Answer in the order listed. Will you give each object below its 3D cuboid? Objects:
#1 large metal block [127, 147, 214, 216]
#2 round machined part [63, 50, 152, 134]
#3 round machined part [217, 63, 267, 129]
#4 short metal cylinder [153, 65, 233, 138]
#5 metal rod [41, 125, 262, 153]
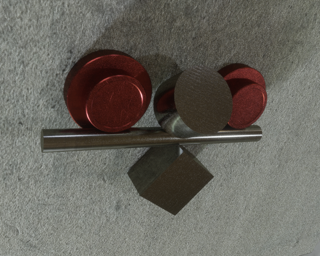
[{"bbox_3d":[0.015,0.066,0.439,0.080,0.050,0.080,-46,129,4],"label":"large metal block"},{"bbox_3d":[-0.053,-0.034,0.346,0.099,0.042,0.097,-14,124,-21],"label":"round machined part"},{"bbox_3d":[0.110,-0.037,0.434,0.099,0.042,0.097,-14,124,-21],"label":"round machined part"},{"bbox_3d":[0.039,-0.029,0.372,0.081,0.050,0.080,4,81,-27],"label":"short metal cylinder"},{"bbox_3d":[0.011,0.011,0.393,0.303,0.025,0.025,-1,119,-28],"label":"metal rod"}]
